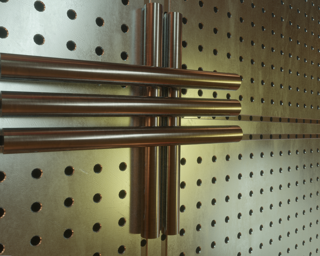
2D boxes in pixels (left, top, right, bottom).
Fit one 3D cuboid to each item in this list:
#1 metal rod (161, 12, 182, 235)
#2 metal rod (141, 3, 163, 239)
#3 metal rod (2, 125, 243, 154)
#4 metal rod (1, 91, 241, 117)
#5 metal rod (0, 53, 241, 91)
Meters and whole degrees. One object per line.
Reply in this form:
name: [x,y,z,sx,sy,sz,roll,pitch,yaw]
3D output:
metal rod: [0.016,-0.006,0.425,0.025,0.025,0.298,1,89,-40]
metal rod: [-0.010,-0.010,0.403,0.025,0.025,0.298,1,89,-40]
metal rod: [-0.018,0.010,0.368,0.303,0.025,0.025,-1,91,-32]
metal rod: [-0.020,-0.026,0.368,0.303,0.025,0.025,-2,91,-32]
metal rod: [-0.020,-0.062,0.367,0.303,0.025,0.025,-2,92,-32]
